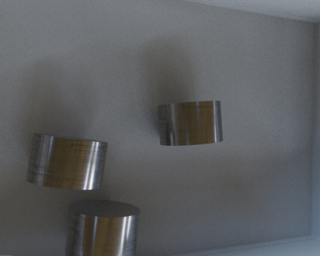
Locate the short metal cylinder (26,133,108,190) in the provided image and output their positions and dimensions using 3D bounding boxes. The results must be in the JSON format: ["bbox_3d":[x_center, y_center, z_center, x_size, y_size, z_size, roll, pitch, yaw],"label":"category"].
[{"bbox_3d":[-0.102,0.036,0.344,0.081,0.080,0.050,9,87,-20],"label":"short metal cylinder"}]

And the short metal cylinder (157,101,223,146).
[{"bbox_3d":[0.038,-0.007,0.397,0.081,0.080,0.050,-5,92,-20],"label":"short metal cylinder"}]

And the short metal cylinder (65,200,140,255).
[{"bbox_3d":[-0.066,0.117,0.358,0.081,0.080,0.050,6,88,-20],"label":"short metal cylinder"}]
